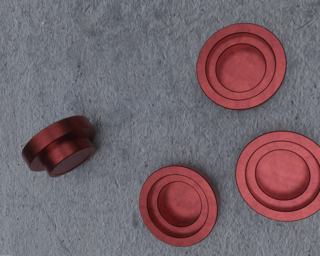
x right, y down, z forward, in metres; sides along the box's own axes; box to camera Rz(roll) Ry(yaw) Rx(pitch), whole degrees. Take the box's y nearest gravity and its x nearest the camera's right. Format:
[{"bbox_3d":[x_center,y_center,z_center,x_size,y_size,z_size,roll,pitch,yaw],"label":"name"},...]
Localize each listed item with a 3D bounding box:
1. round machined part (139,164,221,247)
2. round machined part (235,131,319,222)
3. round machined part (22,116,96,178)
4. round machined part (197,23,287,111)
[{"bbox_3d":[0.027,0.093,0.390,0.098,0.042,0.097,0,90,20],"label":"round machined part"},{"bbox_3d":[0.138,0.052,0.351,0.098,0.042,0.097,0,90,20],"label":"round machined part"},{"bbox_3d":[-0.128,0.030,0.415,0.098,0.098,0.042,-41,77,15],"label":"round machined part"},{"bbox_3d":[0.096,-0.069,0.366,0.098,0.042,0.097,0,90,20],"label":"round machined part"}]
